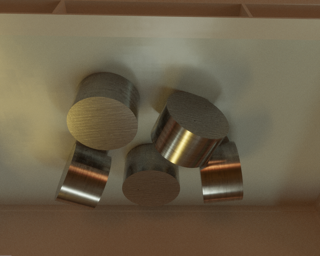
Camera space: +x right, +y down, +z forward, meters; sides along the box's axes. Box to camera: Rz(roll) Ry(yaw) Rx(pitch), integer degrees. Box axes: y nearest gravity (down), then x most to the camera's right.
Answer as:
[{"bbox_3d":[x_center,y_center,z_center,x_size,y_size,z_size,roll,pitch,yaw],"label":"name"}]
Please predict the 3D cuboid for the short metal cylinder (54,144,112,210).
[{"bbox_3d":[-0.106,0.067,0.426,0.050,0.080,0.080,21,127,-18],"label":"short metal cylinder"}]

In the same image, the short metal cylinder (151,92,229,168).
[{"bbox_3d":[0.035,0.001,0.374,0.081,0.080,0.050,17,128,-14],"label":"short metal cylinder"}]

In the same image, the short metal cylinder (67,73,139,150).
[{"bbox_3d":[-0.066,-0.019,0.373,0.081,0.050,0.079,0,130,0],"label":"short metal cylinder"}]

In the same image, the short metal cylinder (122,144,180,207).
[{"bbox_3d":[-0.012,0.069,0.449,0.081,0.050,0.079,0,130,0],"label":"short metal cylinder"}]

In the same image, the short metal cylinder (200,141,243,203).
[{"bbox_3d":[0.080,0.060,0.423,0.050,0.080,0.080,-7,130,5],"label":"short metal cylinder"}]
